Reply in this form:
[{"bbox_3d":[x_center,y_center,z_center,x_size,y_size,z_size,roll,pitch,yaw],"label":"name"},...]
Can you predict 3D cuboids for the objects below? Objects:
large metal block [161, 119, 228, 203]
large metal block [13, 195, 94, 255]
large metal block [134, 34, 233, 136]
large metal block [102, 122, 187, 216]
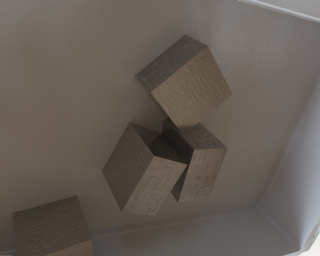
[{"bbox_3d":[0.037,0.041,0.420,0.050,0.080,0.079,-1,119,-28],"label":"large metal block"},{"bbox_3d":[-0.133,0.140,0.388,0.081,0.080,0.050,-12,124,-22],"label":"large metal block"},{"bbox_3d":[0.030,-0.052,0.378,0.080,0.050,0.080,-40,130,-2],"label":"large metal block"},{"bbox_3d":[-0.023,0.051,0.394,0.050,0.080,0.080,19,108,-36],"label":"large metal block"}]
